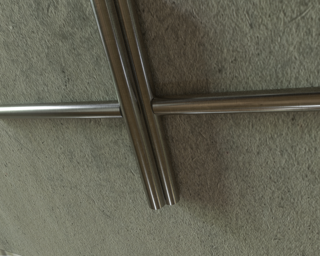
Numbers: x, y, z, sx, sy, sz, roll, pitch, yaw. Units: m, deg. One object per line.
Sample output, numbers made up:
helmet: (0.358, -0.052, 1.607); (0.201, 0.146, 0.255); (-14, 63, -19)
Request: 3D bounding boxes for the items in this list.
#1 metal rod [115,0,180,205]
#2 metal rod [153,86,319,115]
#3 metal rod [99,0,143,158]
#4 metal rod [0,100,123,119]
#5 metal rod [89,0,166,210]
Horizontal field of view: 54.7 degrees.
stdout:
metal rod: (-0.013, -0.023, 0.400); (0.025, 0.025, 0.298); (1, 119, 27)
metal rod: (0.130, -0.029, 0.322); (0.300, 0.025, 0.025); (0, 118, 28)
metal rod: (-0.036, -0.029, 0.409); (0.025, 0.025, 0.298); (1, 119, 27)
metal rod: (-0.181, -0.027, 0.484); (0.301, 0.025, 0.025); (1, 119, 27)
metal rod: (-0.035, -0.020, 0.387); (0.025, 0.025, 0.298); (1, 119, 27)
